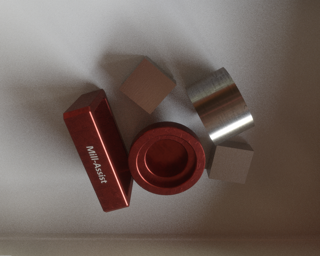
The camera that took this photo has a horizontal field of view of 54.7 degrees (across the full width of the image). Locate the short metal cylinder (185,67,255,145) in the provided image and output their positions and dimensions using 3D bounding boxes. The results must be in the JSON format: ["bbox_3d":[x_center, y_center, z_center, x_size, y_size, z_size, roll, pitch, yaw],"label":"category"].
[{"bbox_3d":[0.071,-0.026,0.372,0.050,0.080,0.080,-28,108,9],"label":"short metal cylinder"}]

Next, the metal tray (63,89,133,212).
[{"bbox_3d":[-0.069,0.025,0.383,0.030,0.090,0.129,-16,109,6],"label":"metal tray"}]

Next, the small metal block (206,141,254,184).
[{"bbox_3d":[0.096,0.046,0.428,0.050,0.025,0.050,9,109,-3],"label":"small metal block"}]

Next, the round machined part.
[{"bbox_3d":[0.008,0.037,0.413,0.099,0.042,0.097,0,110,-1],"label":"round machined part"}]

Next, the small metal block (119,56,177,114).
[{"bbox_3d":[-0.015,-0.054,0.389,0.050,0.025,0.050,39,106,-12],"label":"small metal block"}]
